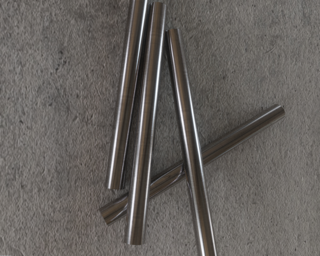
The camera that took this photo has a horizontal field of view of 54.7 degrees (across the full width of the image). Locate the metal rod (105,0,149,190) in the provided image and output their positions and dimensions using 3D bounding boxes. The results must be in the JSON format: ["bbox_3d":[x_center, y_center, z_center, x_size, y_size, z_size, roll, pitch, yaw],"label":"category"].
[{"bbox_3d":[-0.038,-0.073,0.394,0.025,0.025,0.298,8,87,-20],"label":"metal rod"}]

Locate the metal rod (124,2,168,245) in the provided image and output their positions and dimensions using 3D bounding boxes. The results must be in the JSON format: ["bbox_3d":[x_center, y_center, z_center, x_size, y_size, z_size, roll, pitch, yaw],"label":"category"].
[{"bbox_3d":[-0.016,-0.012,0.386,0.025,0.025,0.299,8,81,-20],"label":"metal rod"}]

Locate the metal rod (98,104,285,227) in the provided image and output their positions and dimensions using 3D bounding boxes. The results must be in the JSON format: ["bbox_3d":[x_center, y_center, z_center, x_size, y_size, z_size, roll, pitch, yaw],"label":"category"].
[{"bbox_3d":[0.056,0.043,0.429,0.302,0.025,0.025,-28,100,-18],"label":"metal rod"}]

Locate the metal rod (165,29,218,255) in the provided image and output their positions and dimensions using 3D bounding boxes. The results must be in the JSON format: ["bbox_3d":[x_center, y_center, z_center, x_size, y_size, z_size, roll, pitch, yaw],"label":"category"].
[{"bbox_3d":[0.039,0.019,0.400,0.025,0.025,0.298,-6,84,-20],"label":"metal rod"}]
